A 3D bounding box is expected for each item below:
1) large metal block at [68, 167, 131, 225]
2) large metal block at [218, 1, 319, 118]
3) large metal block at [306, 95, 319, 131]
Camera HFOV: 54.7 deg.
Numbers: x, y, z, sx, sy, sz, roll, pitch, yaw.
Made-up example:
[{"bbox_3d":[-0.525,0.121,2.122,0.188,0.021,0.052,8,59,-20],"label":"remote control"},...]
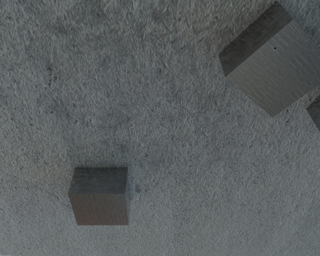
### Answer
[{"bbox_3d":[-0.089,0.107,0.481,0.081,0.050,0.079,0,130,0],"label":"large metal block"},{"bbox_3d":[0.123,-0.071,0.332,0.080,0.050,0.080,34,122,-25],"label":"large metal block"},{"bbox_3d":[0.244,-0.024,0.373,0.080,0.050,0.079,19,128,-16],"label":"large metal block"}]
